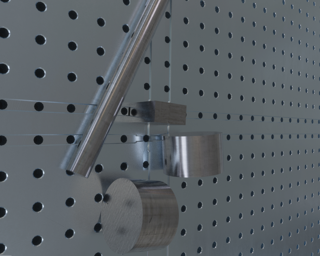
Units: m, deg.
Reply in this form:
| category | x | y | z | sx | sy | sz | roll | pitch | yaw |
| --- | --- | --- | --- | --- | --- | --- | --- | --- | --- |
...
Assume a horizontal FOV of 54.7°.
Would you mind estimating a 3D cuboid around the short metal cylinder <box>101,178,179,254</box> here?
| category | x | y | z | sx | sy | sz | roll | pitch | yaw |
| --- | --- | --- | --- | --- | --- | --- | --- | --- | --- |
| short metal cylinder | -0.025 | 0.099 | 0.354 | 0.050 | 0.080 | 0.080 | 13 | 82 | -40 |

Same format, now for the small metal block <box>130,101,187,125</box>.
| category | x | y | z | sx | sy | sz | roll | pitch | yaw |
| --- | --- | --- | --- | --- | --- | --- | --- | --- | --- |
| small metal block | -0.003 | -0.018 | 0.391 | 0.050 | 0.050 | 0.025 | 5 | 87 | -40 |

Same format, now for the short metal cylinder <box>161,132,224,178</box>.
| category | x | y | z | sx | sy | sz | roll | pitch | yaw |
| --- | --- | --- | --- | --- | --- | --- | --- | --- | --- |
| short metal cylinder | 0.043 | 0.032 | 0.410 | 0.081 | 0.080 | 0.050 | -5 | 94 | -40 |

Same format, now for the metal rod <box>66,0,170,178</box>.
| category | x | y | z | sx | sy | sz | roll | pitch | yaw |
| --- | --- | --- | --- | --- | --- | --- | --- | --- | --- |
| metal rod | -0.036 | -0.083 | 0.379 | 0.025 | 0.025 | 0.300 | 35 | 69 | -35 |
